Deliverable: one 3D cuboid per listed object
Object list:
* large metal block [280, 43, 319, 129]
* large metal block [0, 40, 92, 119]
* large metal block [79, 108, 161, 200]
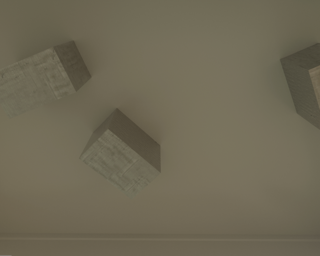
[{"bbox_3d":[0.193,-0.049,0.367,0.050,0.080,0.080,-23,109,8],"label":"large metal block"},{"bbox_3d":[-0.135,-0.059,0.358,0.080,0.080,0.050,-21,109,7],"label":"large metal block"},{"bbox_3d":[-0.046,0.029,0.392,0.080,0.080,0.050,42,105,-14],"label":"large metal block"}]
